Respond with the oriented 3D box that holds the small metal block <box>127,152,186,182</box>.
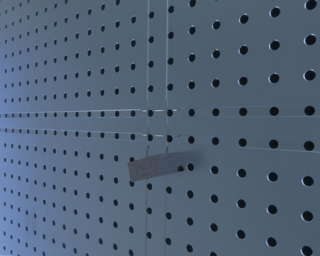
[{"bbox_3d":[-0.004,0.050,0.398,0.050,0.050,0.025,-20,77,38],"label":"small metal block"}]
